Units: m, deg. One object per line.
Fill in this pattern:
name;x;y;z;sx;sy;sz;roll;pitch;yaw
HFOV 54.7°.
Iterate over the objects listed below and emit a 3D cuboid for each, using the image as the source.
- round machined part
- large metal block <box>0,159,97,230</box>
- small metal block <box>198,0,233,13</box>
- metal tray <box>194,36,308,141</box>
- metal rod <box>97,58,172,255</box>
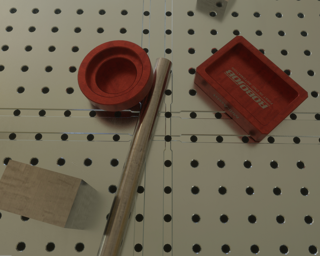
round machined part;-0.057;-0.067;0.421;0.099;0.042;0.098;-3;69;8
large metal block;-0.126;0.079;0.352;0.080;0.080;0.050;14;71;5
small metal block;0.095;-0.220;0.493;0.050;0.025;0.050;30;73;10
metal tray;0.124;-0.057;0.431;0.090;0.030;0.130;-40;75;-14
metal rod;-0.031;0.042;0.395;0.025;0.025;0.299;14;70;4
